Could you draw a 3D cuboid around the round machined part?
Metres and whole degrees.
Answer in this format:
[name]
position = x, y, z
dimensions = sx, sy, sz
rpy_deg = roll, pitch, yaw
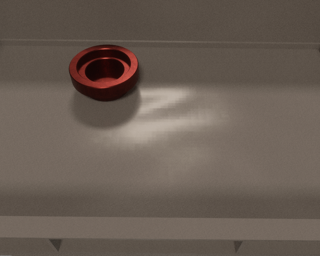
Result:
[round machined part]
position = -0.080, -0.077, 0.458
dimensions = 0.099, 0.042, 0.098
rpy_deg = 0, 50, 0
